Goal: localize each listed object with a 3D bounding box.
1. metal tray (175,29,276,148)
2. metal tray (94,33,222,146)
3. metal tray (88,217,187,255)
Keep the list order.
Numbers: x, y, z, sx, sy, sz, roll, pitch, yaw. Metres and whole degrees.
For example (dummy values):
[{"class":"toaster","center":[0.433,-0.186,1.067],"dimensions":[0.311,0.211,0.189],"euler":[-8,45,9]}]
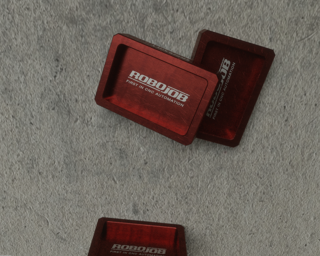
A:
[{"class":"metal tray","center":[0.075,-0.048,0.389],"dimensions":[0.091,0.030,0.129],"euler":[15,109,-6]},{"class":"metal tray","center":[-0.004,-0.047,0.367],"dimensions":[0.130,0.030,0.089],"euler":[25,110,10]},{"class":"metal tray","center":[-0.030,0.171,0.437],"dimensions":[0.131,0.090,0.030],"euler":[6,110,-3]}]
